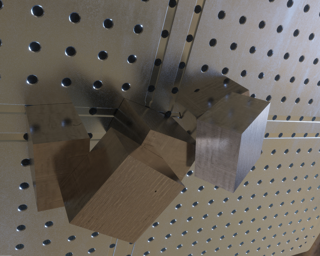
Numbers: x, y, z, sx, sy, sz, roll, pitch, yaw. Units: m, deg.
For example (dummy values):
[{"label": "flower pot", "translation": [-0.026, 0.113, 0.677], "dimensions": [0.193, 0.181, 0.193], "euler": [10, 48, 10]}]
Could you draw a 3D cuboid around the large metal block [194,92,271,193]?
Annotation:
[{"label": "large metal block", "translation": [0.084, 0.014, 0.363], "dimensions": [0.080, 0.050, 0.079], "euler": [-37, 137, -42]}]

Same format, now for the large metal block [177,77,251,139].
[{"label": "large metal block", "translation": [0.079, -0.013, 0.432], "dimensions": [0.080, 0.050, 0.080], "euler": [-27, 128, -12]}]

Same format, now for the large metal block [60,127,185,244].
[{"label": "large metal block", "translation": [-0.037, 0.059, 0.307], "dimensions": [0.080, 0.050, 0.080], "euler": [-49, 129, 6]}]

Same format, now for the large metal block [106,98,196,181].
[{"label": "large metal block", "translation": [-0.009, 0.014, 0.380], "dimensions": [0.080, 0.080, 0.050], "euler": [20, 108, -36]}]

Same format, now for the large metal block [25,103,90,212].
[{"label": "large metal block", "translation": [-0.111, 0.028, 0.332], "dimensions": [0.050, 0.080, 0.079], "euler": [-6, 121, -26]}]
